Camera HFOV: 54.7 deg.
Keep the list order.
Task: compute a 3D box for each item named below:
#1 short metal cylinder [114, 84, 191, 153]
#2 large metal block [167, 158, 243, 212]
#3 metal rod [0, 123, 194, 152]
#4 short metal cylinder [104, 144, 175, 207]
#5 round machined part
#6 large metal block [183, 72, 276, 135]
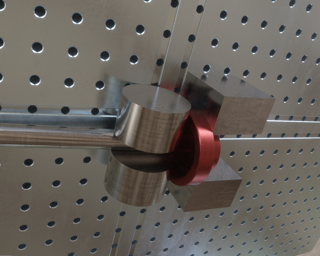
[{"bbox_3d":[-0.009,-0.013,0.362,0.081,0.080,0.050,1,119,-29],"label":"short metal cylinder"},{"bbox_3d":[0.057,0.073,0.452,0.081,0.080,0.050,3,117,-30],"label":"large metal block"},{"bbox_3d":[-0.097,0.011,0.350,0.302,0.025,0.025,4,117,-26],"label":"metal rod"},{"bbox_3d":[-0.027,0.053,0.393,0.081,0.080,0.050,1,118,-29],"label":"short metal cylinder"},{"bbox_3d":[0.041,0.025,0.401,0.042,0.098,0.097,1,118,-29],"label":"round machined part"},{"bbox_3d":[0.085,-0.033,0.402,0.081,0.080,0.050,0,119,-28],"label":"large metal block"}]
